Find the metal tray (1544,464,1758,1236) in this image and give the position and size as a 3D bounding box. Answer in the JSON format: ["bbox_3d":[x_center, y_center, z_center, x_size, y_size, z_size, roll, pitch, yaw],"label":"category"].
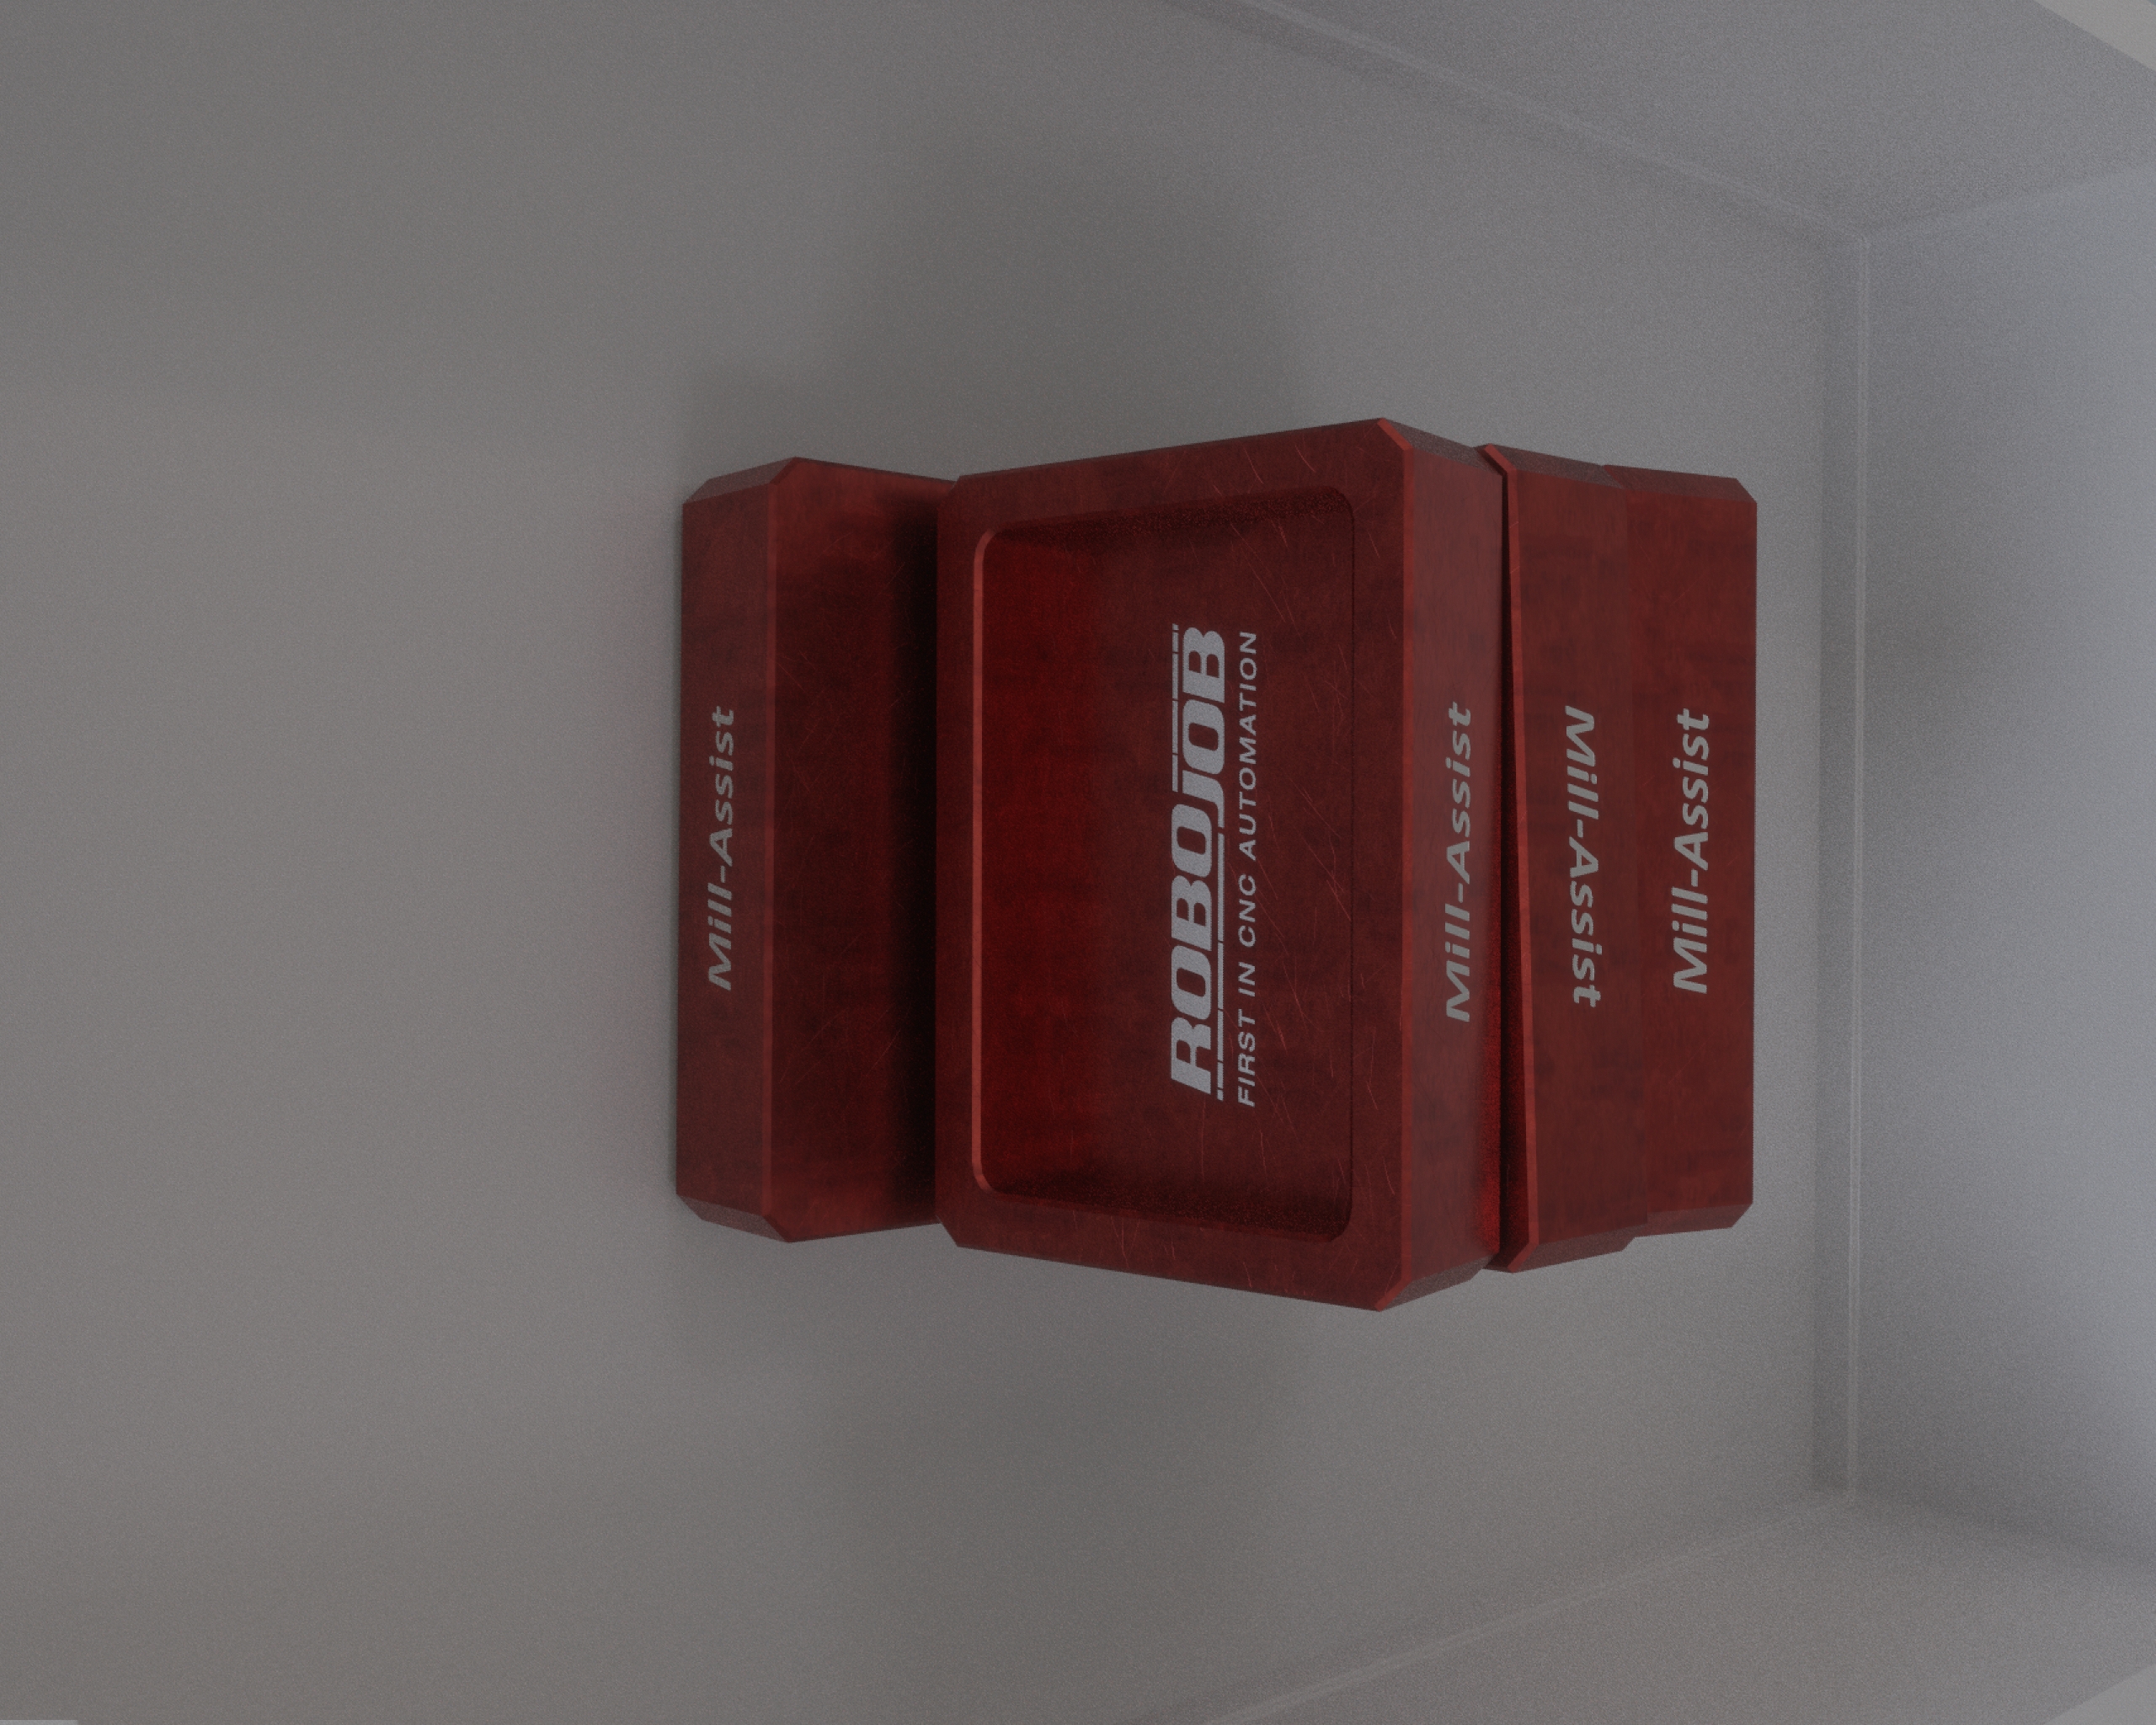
[{"bbox_3d":[0.083,-0.002,0.389,0.030,0.090,0.129,0,90,-26],"label":"metal tray"}]

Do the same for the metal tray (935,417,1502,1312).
[{"bbox_3d":[0.021,0.000,0.336,0.030,0.090,0.129,0,90,-53],"label":"metal tray"}]

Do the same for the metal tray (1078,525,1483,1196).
[{"bbox_3d":[0.044,0.000,0.438,0.091,0.030,0.129,1,90,-40],"label":"metal tray"}]

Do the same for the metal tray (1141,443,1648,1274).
[{"bbox_3d":[0.051,0.000,0.364,0.030,0.090,0.129,0,88,-40],"label":"metal tray"}]

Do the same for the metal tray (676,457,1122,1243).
[{"bbox_3d":[-0.025,-0.002,0.379,0.091,0.030,0.129,1,90,-40],"label":"metal tray"}]
